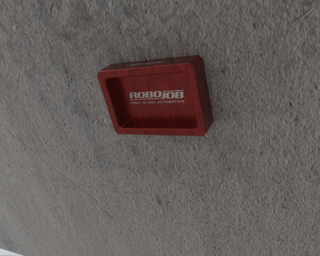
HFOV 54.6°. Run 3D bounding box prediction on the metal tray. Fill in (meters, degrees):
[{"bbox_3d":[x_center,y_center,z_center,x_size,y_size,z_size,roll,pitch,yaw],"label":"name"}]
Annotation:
[{"bbox_3d":[-0.006,-0.037,0.384,0.130,0.030,0.090,1,119,28],"label":"metal tray"}]
